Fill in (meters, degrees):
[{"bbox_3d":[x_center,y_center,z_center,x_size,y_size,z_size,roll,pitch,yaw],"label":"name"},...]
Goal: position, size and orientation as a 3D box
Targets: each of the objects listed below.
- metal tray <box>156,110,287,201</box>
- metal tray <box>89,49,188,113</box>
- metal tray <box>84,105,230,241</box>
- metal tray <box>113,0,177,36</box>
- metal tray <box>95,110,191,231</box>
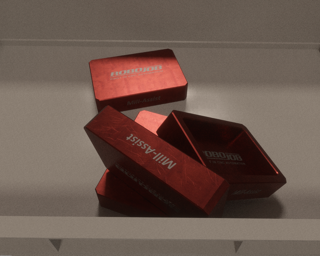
[{"bbox_3d":[0.068,0.030,0.330,0.131,0.030,0.090,8,41,-42],"label":"metal tray"},{"bbox_3d":[-0.034,-0.072,0.462,0.131,0.030,0.090,-11,51,-10],"label":"metal tray"},{"bbox_3d":[-0.004,0.042,0.285,0.130,0.090,0.030,32,66,23],"label":"metal tray"},{"bbox_3d":[-0.032,-0.229,0.554,0.130,0.090,0.030,33,69,24],"label":"metal tray"},{"bbox_3d":[-0.006,0.043,0.366,0.090,0.030,0.130,16,52,13],"label":"metal tray"}]
